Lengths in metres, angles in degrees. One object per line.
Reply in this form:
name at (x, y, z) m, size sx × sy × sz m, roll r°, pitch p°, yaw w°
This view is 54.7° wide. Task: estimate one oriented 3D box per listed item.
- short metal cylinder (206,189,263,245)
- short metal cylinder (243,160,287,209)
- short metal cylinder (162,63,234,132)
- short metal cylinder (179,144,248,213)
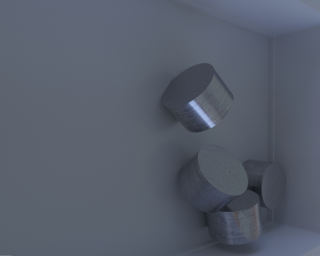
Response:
short metal cylinder at (0.110, 0.130, 0.465) m, size 0.081 × 0.080 × 0.050 m, roll -18°, pitch 104°, yaw -39°
short metal cylinder at (0.178, 0.098, 0.543) m, size 0.081 × 0.050 × 0.079 m, roll 0°, pitch 90°, yaw -40°
short metal cylinder at (0.050, -0.041, 0.415) m, size 0.050 × 0.080 × 0.080 m, roll 46°, pitch 62°, yaw -31°
short metal cylinder at (0.073, 0.069, 0.429) m, size 0.081 × 0.050 × 0.080 m, roll 20°, pitch 43°, yaw -19°
